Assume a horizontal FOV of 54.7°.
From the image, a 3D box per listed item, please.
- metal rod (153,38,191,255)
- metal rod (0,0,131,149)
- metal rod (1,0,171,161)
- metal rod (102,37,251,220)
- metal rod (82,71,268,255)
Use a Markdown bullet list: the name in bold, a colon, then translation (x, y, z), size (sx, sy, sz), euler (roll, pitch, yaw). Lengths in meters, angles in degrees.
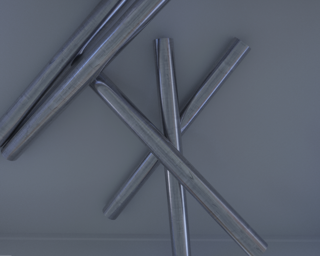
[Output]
- **metal rod**: translation (0.017, 0.041, 0.391), size (0.025, 0.025, 0.298), euler (-5, 97, 2)
- **metal rod**: translation (-0.143, -0.058, 0.388), size (0.025, 0.025, 0.299), euler (43, 104, -14)
- **metal rod**: translation (-0.099, -0.052, 0.362), size (0.299, 0.025, 0.025), euler (-39, 106, 24)
- **metal rod**: translation (0.013, 0.012, 0.415), size (0.025, 0.025, 0.299), euler (34, 106, -12)
- **metal rod**: translation (0.008, 0.030, 0.364), size (0.300, 0.025, 0.025), euler (46, 105, 7)
